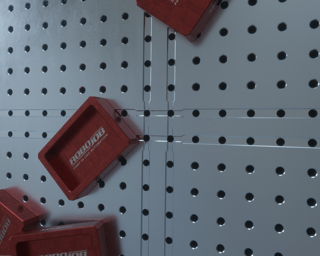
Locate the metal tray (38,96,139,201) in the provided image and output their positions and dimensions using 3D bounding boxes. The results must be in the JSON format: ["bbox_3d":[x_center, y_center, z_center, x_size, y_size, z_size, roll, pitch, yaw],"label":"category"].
[{"bbox_3d":[-0.105,0.029,0.447,0.130,0.030,0.090,-45,76,14],"label":"metal tray"}]

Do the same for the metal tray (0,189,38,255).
[{"bbox_3d":[-0.264,0.178,0.504,0.090,0.030,0.129,30,100,17],"label":"metal tray"}]

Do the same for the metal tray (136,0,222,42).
[{"bbox_3d":[0.041,-0.190,0.396,0.090,0.030,0.130,38,102,16],"label":"metal tray"}]

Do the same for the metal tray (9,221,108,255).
[{"bbox_3d":[-0.142,0.189,0.444,0.131,0.030,0.090,-9,87,5],"label":"metal tray"}]
